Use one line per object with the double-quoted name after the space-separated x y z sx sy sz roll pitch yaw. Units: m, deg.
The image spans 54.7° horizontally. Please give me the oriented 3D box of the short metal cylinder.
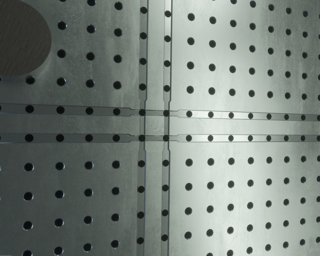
-0.162 -0.093 0.339 0.081 0.050 0.079 0 90 -21 "short metal cylinder"
